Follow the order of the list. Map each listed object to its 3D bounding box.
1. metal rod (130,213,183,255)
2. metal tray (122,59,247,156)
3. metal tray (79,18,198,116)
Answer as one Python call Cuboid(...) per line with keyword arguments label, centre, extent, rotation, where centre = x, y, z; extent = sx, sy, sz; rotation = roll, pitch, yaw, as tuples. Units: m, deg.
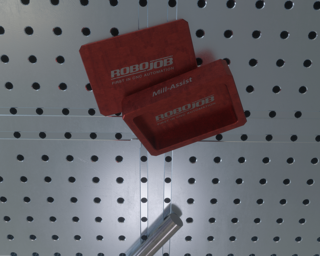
Cuboid(label="metal rod", centre=(-0.068, 0.247, 0.503), extent=(0.025, 0.025, 0.299), rotation=(37, 106, -13))
Cuboid(label="metal tray", centre=(0.031, -0.020, 0.377), extent=(0.130, 0.030, 0.090), rotation=(-21, 137, 12))
Cuboid(label="metal tray", centre=(-0.021, -0.074, 0.383), extent=(0.131, 0.030, 0.089), rotation=(-14, 110, 4))
